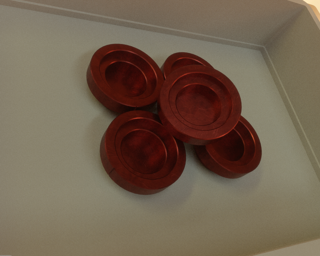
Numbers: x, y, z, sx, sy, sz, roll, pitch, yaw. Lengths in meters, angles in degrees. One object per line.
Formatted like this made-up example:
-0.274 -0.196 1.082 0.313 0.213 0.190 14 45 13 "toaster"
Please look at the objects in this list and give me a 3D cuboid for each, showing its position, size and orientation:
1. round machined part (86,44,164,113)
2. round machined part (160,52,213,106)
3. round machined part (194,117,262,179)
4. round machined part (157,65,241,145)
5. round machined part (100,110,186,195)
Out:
-0.047 -0.058 0.404 0.099 0.042 0.098 14 56 -21 "round machined part"
0.041 -0.059 0.453 0.099 0.042 0.098 14 56 -21 "round machined part"
0.087 0.024 0.427 0.099 0.042 0.098 14 56 -21 "round machined part"
0.045 -0.025 0.379 0.099 0.042 0.098 3 68 -8 "round machined part"
-0.023 0.031 0.363 0.099 0.042 0.098 14 56 -21 "round machined part"
